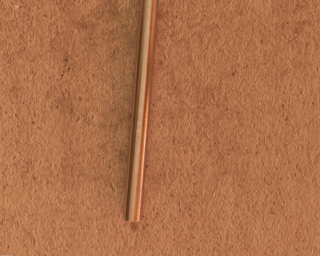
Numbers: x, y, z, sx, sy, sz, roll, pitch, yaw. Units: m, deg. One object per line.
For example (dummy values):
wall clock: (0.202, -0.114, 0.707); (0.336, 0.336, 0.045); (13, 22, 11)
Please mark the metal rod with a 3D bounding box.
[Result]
metal rod: (-0.025, -0.029, 0.409); (0.025, 0.025, 0.298); (5, 90, 0)
